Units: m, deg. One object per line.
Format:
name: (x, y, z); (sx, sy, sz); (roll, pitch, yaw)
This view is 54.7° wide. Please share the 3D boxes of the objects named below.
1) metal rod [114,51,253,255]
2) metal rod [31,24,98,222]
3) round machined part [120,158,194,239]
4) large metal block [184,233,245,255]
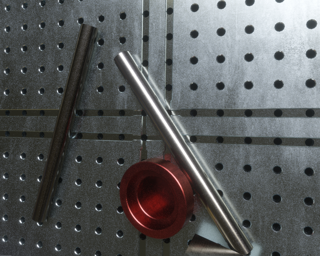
metal rod: (0.024, 0.026, 0.403); (0.025, 0.025, 0.299); (-35, 79, 16)
metal rod: (-0.143, -0.004, 0.461); (0.025, 0.025, 0.298); (18, 96, 18)
round machined part: (0.000, 0.086, 0.395); (0.098, 0.042, 0.097); (6, 101, 31)
large metal block: (0.062, 0.186, 0.365); (0.080, 0.050, 0.079); (19, 115, 18)
